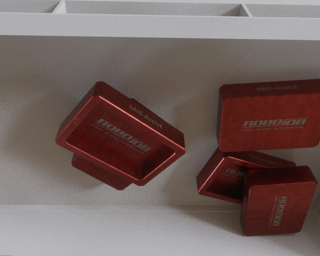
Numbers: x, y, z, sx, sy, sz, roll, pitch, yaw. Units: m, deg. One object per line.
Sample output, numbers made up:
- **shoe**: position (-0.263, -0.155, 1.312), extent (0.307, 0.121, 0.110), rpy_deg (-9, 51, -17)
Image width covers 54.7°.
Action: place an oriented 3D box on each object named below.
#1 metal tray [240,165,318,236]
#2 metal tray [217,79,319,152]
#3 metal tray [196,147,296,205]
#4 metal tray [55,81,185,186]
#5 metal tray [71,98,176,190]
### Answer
- **metal tray**: position (0.172, 0.113, 0.465), extent (0.091, 0.030, 0.129), rpy_deg (-5, 131, 3)
- **metal tray**: position (0.142, -0.014, 0.397), extent (0.131, 0.030, 0.089), rpy_deg (-3, 130, 2)
- **metal tray**: position (0.133, 0.077, 0.473), extent (0.131, 0.030, 0.089), rpy_deg (16, 128, -14)
- **metal tray**: position (-0.045, 0.013, 0.375), extent (0.130, 0.030, 0.090), rpy_deg (33, 123, -25)
- **metal tray**: position (-0.048, 0.028, 0.429), extent (0.090, 0.030, 0.130), rpy_deg (35, 122, -27)
